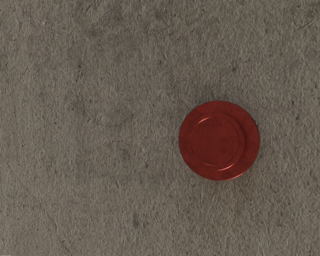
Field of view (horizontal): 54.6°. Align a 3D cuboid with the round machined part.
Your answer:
[{"bbox_3d":[0.069,0.016,0.376,0.098,0.042,0.097,0,90,20],"label":"round machined part"}]
